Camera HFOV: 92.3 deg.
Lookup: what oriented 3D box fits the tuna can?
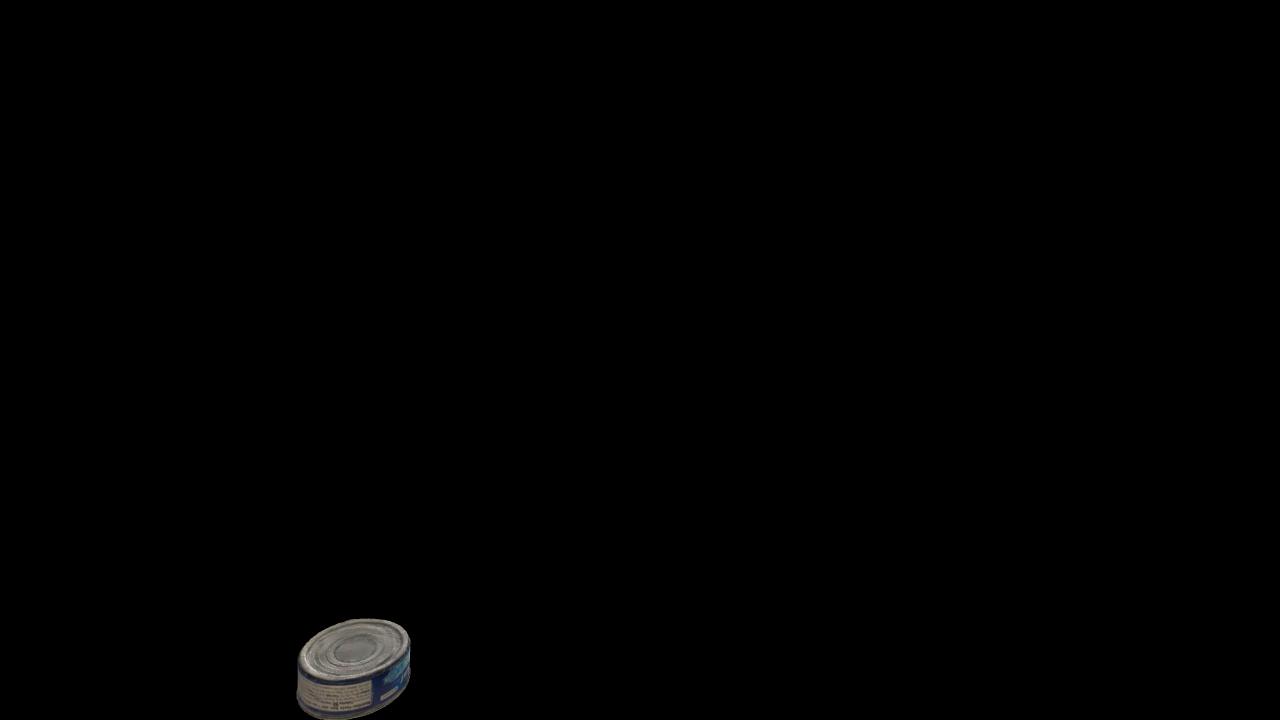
[{"bbox_3d":[-0.230,0.246,0.497,0.084,0.034,0.084,5,9,-1],"label":"tuna can"}]
